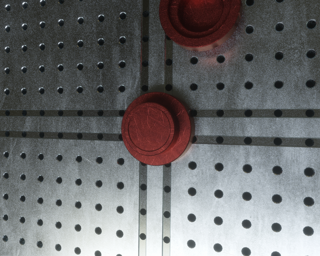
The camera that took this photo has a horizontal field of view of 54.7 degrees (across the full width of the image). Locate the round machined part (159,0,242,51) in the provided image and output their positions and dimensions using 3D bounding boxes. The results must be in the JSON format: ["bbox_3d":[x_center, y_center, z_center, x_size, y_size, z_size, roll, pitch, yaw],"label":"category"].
[{"bbox_3d":[0.052,-0.144,0.385,0.098,0.042,0.097,0,90,19],"label":"round machined part"}]

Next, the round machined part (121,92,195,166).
[{"bbox_3d":[-0.007,0.001,0.405,0.098,0.042,0.097,0,90,19],"label":"round machined part"}]
